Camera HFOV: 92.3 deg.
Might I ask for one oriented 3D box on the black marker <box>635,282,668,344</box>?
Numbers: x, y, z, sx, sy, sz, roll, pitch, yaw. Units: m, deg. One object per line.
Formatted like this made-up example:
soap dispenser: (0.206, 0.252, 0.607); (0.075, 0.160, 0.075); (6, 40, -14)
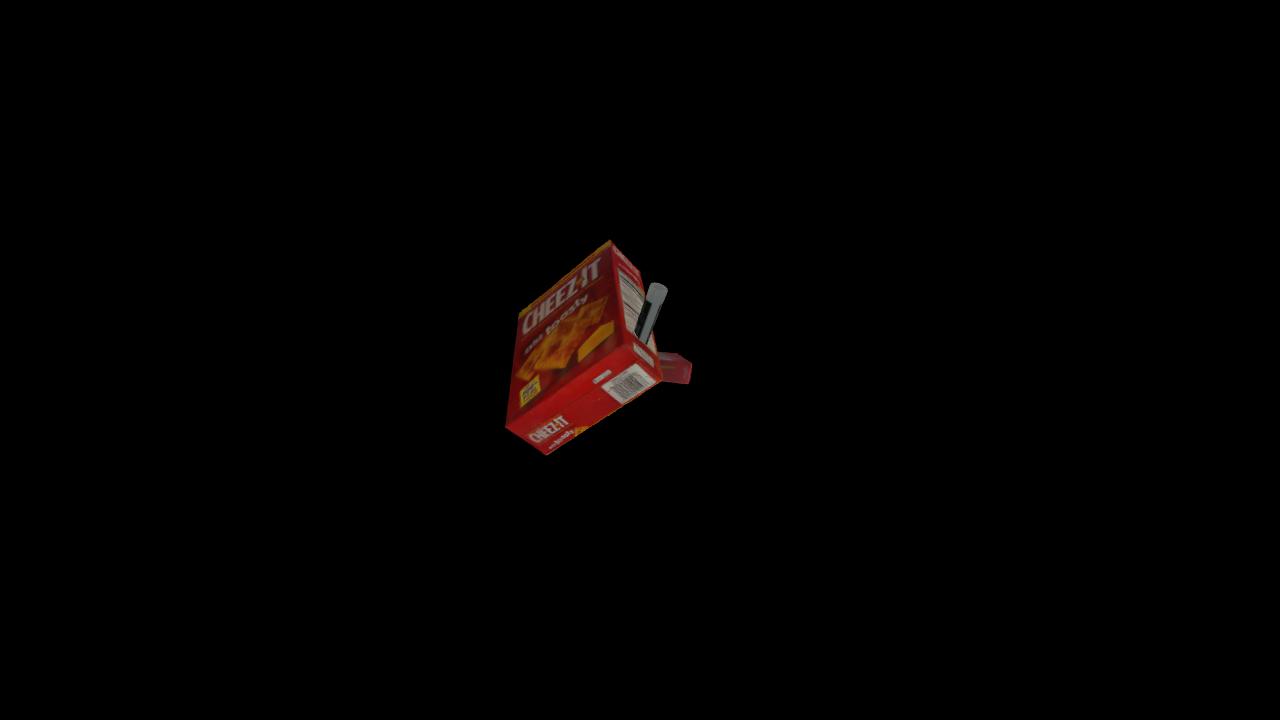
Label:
black marker: (0.001, -0.023, 0.634); (0.020, 0.121, 0.020); (15, 31, -9)

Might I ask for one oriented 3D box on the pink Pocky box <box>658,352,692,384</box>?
pink Pocky box: (-0.020, 0.003, 0.755); (0.155, 0.029, 0.084); (6, 7, -9)

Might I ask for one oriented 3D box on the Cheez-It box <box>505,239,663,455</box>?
Cheez-It box: (-0.069, -0.021, 0.714); (0.166, 0.223, 0.071); (-34, -56, 19)
